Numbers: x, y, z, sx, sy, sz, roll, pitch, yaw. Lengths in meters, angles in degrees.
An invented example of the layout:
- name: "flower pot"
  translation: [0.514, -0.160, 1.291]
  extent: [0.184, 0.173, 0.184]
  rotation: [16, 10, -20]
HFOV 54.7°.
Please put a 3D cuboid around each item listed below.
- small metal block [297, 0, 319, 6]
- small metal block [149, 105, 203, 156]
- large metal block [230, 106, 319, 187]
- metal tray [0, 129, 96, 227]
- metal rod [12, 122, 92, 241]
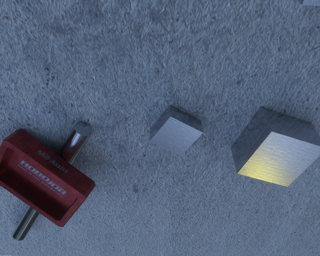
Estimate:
- name: "small metal block"
  translation: [0.161, -0.143, 0.288]
  extent: [0.050, 0.025, 0.050]
  rotation: [2, 130, -2]
- name: "small metal block"
  translation: [0.021, 0.004, 0.411]
  extent: [0.050, 0.025, 0.050]
  rotation: [26, 125, -21]
- name: "large metal block"
  translation: [0.155, 0.027, 0.416]
  extent: [0.081, 0.050, 0.079]
  rotation: [16, 128, -14]
- name: "metal tray"
  translation: [-0.167, 0.073, 0.434]
  extent: [0.130, 0.030, 0.090]
  rotation: [37, 123, -5]
- name: "metal rod"
  translation: [-0.179, 0.098, 0.488]
  extent: [0.025, 0.025, 0.298]
  rotation: [25, 126, -20]
